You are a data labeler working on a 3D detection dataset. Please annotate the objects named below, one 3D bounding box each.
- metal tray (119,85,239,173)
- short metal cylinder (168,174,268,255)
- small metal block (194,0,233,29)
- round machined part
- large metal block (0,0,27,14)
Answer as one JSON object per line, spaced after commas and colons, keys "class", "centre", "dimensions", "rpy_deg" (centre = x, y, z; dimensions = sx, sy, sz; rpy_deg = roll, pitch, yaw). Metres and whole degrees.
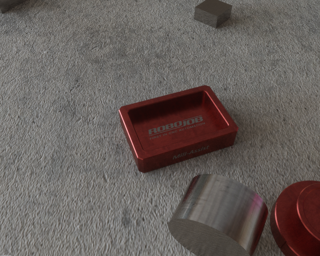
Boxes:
{"class": "metal tray", "centre": [0.022, -0.003, 0.402], "dimensions": [0.131, 0.030, 0.090], "rpy_deg": [-16, 52, -13]}
{"class": "short metal cylinder", "centre": [0.055, 0.089, 0.293], "dimensions": [0.080, 0.080, 0.050], "rpy_deg": [22, 54, 17]}
{"class": "small metal block", "centre": [0.101, -0.220, 0.589], "dimensions": [0.050, 0.025, 0.050], "rpy_deg": [33, 57, 24]}
{"class": "round machined part", "centre": [0.167, 0.095, 0.314], "dimensions": [0.099, 0.042, 0.098], "rpy_deg": [0, 50, 0]}
{"class": "large metal block", "centre": [-0.320, -0.282, 0.621], "dimensions": [0.080, 0.050, 0.080], "rpy_deg": [27, 55, 20]}
